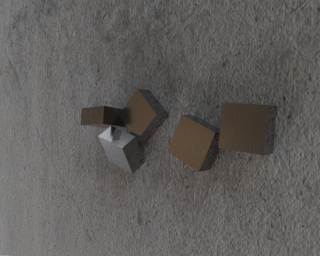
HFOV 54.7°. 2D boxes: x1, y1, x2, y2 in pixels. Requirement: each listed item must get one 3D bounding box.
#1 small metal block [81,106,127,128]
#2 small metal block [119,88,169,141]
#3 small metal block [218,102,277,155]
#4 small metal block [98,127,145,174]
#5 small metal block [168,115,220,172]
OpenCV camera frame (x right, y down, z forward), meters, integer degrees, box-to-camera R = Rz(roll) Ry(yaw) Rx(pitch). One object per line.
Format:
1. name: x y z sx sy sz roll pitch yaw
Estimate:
1. small metal block: -0.079 -0.015 0.453 0.050 0.050 0.025 -2 83 40
2. small metal block: -0.023 -0.018 0.424 0.050 0.025 0.050 -51 60 27
3. small metal block: 0.093 0.000 0.329 0.050 0.025 0.050 7 95 39
4. small metal block: -0.053 0.030 0.433 0.050 0.025 0.050 21 141 38
5. small metal block: 0.043 0.017 0.369 0.050 0.025 0.050 32 110 35
